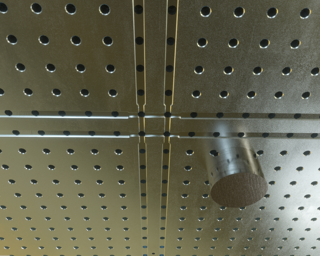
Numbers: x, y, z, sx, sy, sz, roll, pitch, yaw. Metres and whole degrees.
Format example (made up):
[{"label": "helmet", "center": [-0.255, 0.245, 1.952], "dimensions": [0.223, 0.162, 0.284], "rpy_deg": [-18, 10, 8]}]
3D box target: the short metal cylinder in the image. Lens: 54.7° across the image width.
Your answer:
[{"label": "short metal cylinder", "center": [0.113, 0.074, 0.460], "dimensions": [0.081, 0.050, 0.079], "rpy_deg": [0, 130, 0]}]
